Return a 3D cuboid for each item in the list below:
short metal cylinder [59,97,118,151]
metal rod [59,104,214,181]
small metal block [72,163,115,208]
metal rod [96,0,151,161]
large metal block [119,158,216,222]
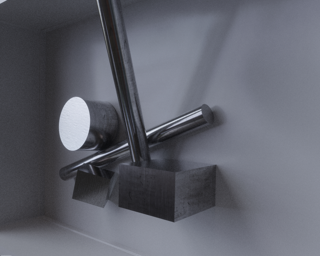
[{"bbox_3d":[-0.111,-0.005,0.475,0.080,0.050,0.080,-5,83,41],"label":"short metal cylinder"},{"bbox_3d":[-0.054,0.032,0.449,0.299,0.025,0.025,-24,75,37],"label":"metal rod"},{"bbox_3d":[-0.100,0.087,0.469,0.050,0.025,0.050,16,108,3],"label":"small metal block"},{"bbox_3d":[-0.041,-0.057,0.358,0.025,0.025,0.298,12,122,39],"label":"metal rod"},{"bbox_3d":[0.009,0.067,0.362,0.080,0.081,0.050,2,92,39],"label":"large metal block"}]
